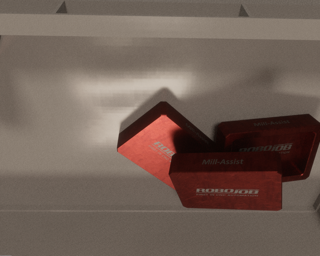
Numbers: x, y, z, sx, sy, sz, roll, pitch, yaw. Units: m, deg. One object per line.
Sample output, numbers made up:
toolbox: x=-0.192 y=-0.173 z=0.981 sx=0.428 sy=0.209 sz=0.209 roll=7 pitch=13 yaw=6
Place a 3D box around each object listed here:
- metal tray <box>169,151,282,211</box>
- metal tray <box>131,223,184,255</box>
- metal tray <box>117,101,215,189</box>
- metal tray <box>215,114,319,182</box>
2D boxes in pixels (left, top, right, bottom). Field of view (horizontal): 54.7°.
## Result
metal tray: x=0.086 y=0.070 z=0.397 sx=0.130 sy=0.030 sz=0.090 roll=-3 pitch=137 yaw=18
metal tray: x=-0.011 y=0.240 z=0.612 sx=0.091 sy=0.030 sz=0.129 roll=6 pitch=130 yaw=-6
metal tray: x=0.017 y=0.031 z=0.433 sx=0.090 sy=0.030 sz=0.130 roll=-36 pitch=122 yaw=26
metal tray: x=0.140 y=0.032 z=0.411 sx=0.131 sy=0.030 sz=0.089 roll=-5 pitch=121 yaw=-9
